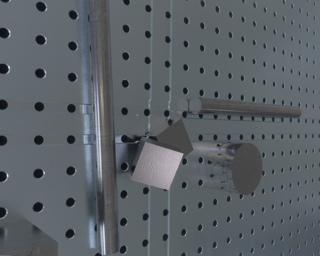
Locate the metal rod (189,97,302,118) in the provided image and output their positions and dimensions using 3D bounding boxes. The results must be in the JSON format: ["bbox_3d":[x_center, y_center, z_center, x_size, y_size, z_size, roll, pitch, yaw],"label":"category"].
[{"bbox_3d":[0.167,-0.033,0.548,0.302,0.025,0.025,0,90,-40],"label":"metal rod"}]

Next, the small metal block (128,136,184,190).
[{"bbox_3d":[-0.006,0.044,0.383,0.050,0.025,0.050,18,99,-17],"label":"small metal block"}]

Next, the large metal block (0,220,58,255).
[{"bbox_3d":[-0.140,0.116,0.256,0.081,0.080,0.050,2,89,-40],"label":"large metal block"}]

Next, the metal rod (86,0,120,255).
[{"bbox_3d":[-0.065,-0.007,0.354,0.025,0.025,0.298,-4,93,-40],"label":"metal rod"}]

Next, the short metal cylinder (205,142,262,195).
[{"bbox_3d":[0.118,0.062,0.492,0.081,0.050,0.080,0,90,-40],"label":"short metal cylinder"}]

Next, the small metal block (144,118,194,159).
[{"bbox_3d":[0.013,0.020,0.420,0.050,0.025,0.050,-35,112,-34],"label":"small metal block"}]
